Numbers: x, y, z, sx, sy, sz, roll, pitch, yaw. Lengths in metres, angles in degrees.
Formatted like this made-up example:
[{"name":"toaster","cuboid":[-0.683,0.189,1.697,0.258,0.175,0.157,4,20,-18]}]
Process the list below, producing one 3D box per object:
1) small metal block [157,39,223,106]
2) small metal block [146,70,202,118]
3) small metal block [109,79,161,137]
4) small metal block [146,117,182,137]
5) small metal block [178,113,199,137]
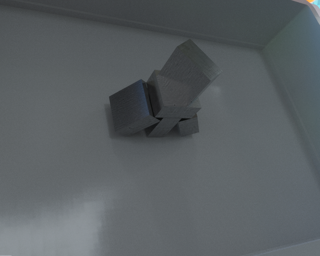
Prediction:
[{"name":"small metal block","cuboid":[0.032,-0.061,0.344,0.050,0.050,0.025,46,52,4]},{"name":"small metal block","cuboid":[0.016,-0.040,0.371,0.050,0.025,0.050,1,61,-28]},{"name":"small metal block","cuboid":[-0.032,-0.024,0.381,0.025,0.050,0.050,28,42,-55]},{"name":"small metal block","cuboid":[-0.001,-0.022,0.400,0.025,0.050,0.050,1,61,-28]},{"name":"small metal block","cuboid":[0.033,-0.023,0.416,0.025,0.050,0.050,-15,65,3]}]
